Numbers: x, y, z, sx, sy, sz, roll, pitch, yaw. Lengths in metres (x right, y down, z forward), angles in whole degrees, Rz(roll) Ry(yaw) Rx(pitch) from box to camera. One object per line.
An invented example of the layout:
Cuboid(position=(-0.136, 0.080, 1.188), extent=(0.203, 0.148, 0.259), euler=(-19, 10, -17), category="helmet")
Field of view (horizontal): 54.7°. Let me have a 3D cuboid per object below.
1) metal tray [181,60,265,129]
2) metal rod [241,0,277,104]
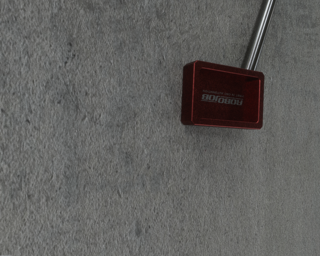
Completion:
Cuboid(position=(0.097, -0.046, 0.465), extent=(0.131, 0.030, 0.089), euler=(4, 88, -27), category="metal tray")
Cuboid(position=(0.173, -0.155, 0.552), extent=(0.025, 0.025, 0.299), euler=(34, 69, -35), category="metal rod")
